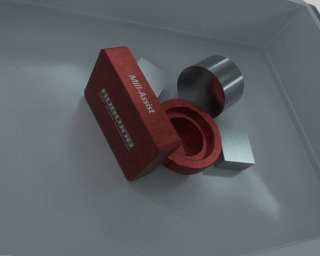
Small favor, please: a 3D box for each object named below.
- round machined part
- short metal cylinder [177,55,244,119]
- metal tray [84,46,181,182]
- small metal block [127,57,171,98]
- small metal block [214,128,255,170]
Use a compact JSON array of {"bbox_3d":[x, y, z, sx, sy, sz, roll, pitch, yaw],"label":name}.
[{"bbox_3d":[0.026,0.015,0.398,0.099,0.042,0.098,14,56,-21],"label":"round machined part"},{"bbox_3d":[0.072,-0.058,0.445,0.050,0.080,0.080,-33,81,-38],"label":"short metal cylinder"},{"bbox_3d":[-0.037,-0.014,0.352,0.030,0.090,0.130,-19,72,-35],"label":"metal tray"},{"bbox_3d":[-0.020,-0.063,0.433,0.050,0.025,0.050,34,52,-5],"label":"small metal block"},{"bbox_3d":[0.102,0.031,0.442,0.050,0.025,0.050,8,58,-23],"label":"small metal block"}]
